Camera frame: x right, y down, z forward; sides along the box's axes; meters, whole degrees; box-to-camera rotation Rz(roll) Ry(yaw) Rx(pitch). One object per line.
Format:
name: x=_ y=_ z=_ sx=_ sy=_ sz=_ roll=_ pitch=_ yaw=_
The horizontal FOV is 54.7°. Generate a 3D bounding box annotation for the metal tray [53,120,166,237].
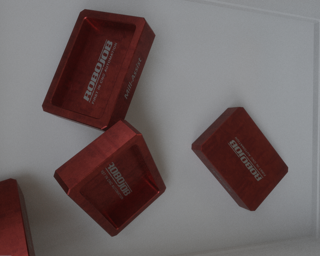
metal tray: x=-0.047 y=0.062 z=0.350 sx=0.090 sy=0.030 sz=0.130 roll=-40 pitch=143 yaw=-16

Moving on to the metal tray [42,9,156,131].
metal tray: x=-0.070 y=-0.066 z=0.354 sx=0.090 sy=0.030 sz=0.129 roll=17 pitch=82 yaw=22

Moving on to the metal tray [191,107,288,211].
metal tray: x=0.119 y=0.045 z=0.454 sx=0.090 sy=0.030 sz=0.130 roll=-44 pitch=104 yaw=-15

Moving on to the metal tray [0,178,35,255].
metal tray: x=-0.173 y=0.115 z=0.295 sx=0.091 sy=0.130 sz=0.030 roll=-18 pitch=132 yaw=-20
